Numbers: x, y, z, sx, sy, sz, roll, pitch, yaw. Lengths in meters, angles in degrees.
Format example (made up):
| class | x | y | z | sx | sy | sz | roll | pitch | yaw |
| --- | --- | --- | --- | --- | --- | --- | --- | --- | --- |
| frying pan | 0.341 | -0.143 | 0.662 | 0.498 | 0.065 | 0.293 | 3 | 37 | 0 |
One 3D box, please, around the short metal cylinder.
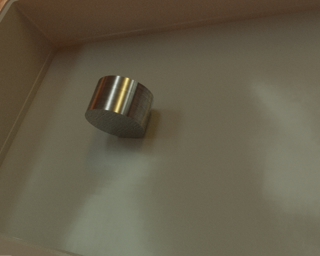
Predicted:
| class | x | y | z | sx | sy | sz | roll | pitch | yaw |
| --- | --- | --- | --- | --- | --- | --- | --- | --- | --- |
| short metal cylinder | -0.053 | -0.026 | 0.416 | 0.080 | 0.080 | 0.050 | 2 | 63 | 29 |
